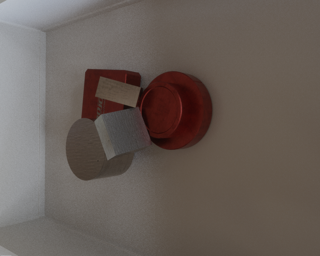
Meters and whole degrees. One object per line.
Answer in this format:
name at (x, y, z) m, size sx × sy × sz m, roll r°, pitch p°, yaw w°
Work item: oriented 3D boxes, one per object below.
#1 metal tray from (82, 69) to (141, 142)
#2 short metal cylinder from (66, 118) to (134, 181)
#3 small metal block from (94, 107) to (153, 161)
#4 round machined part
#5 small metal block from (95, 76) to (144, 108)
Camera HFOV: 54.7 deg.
metal tray at (-0.076, -0.020, 0.459) m, size 0.090 × 0.030 × 0.129 m, roll 10°, pitch 96°, yaw 39°
short metal cylinder at (-0.081, 0.027, 0.413) m, size 0.080 × 0.050 × 0.079 m, roll 0°, pitch 90°, yaw 39°
small metal block at (-0.044, 0.006, 0.372) m, size 0.025 × 0.050 × 0.050 m, roll -33°, pitch 76°, yaw 55°
round machined part at (0.011, -0.022, 0.382) m, size 0.098 × 0.042 × 0.097 m, roll 0°, pitch 90°, yaw 39°
small metal block at (-0.049, -0.045, 0.393) m, size 0.050 × 0.050 × 0.025 m, roll 16°, pitch 96°, yaw 1°
